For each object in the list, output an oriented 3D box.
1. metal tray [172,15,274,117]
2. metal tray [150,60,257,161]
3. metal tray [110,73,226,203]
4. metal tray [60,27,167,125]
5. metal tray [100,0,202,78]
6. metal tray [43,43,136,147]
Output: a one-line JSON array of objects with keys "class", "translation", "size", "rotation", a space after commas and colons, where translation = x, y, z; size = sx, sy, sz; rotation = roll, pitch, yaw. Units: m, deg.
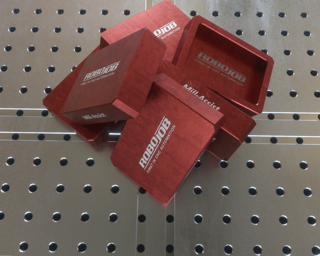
[{"class": "metal tray", "translation": [0.084, -0.079, 0.413], "size": [0.131, 0.030, 0.090], "rotation": [24, 71, -15]}, {"class": "metal tray", "translation": [0.045, -0.018, 0.383], "size": [0.130, 0.090, 0.030], "rotation": [37, 74, 12]}, {"class": "metal tray", "translation": [0.003, 0.015, 0.355], "size": [0.090, 0.129, 0.030], "rotation": [37, 35, 12]}, {"class": "metal tray", "translation": [-0.057, -0.052, 0.350], "size": [0.030, 0.130, 0.090], "rotation": [34, 67, -33]}, {"class": "metal tray", "translation": [-0.006, -0.118, 0.433], "size": [0.131, 0.030, 0.090], "rotation": [-38, 77, -27]}, {"class": "metal tray", "translation": [-0.081, -0.050, 0.427], "size": [0.090, 0.030, 0.130], "rotation": [37, 74, 11]}]
